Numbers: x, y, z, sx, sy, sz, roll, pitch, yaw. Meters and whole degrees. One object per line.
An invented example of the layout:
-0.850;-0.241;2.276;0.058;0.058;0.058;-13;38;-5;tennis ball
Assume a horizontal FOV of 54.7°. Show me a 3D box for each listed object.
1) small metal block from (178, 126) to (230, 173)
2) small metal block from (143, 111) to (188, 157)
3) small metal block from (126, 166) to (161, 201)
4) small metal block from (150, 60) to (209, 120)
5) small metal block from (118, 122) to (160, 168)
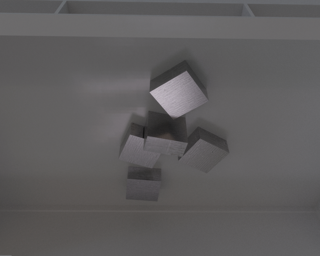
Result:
0.060;0.032;0.437;0.050;0.025;0.050;26;125;-21;small metal block
0.007;0.007;0.398;0.050;0.050;0.025;10;129;-9;small metal block
-0.026;0.088;0.483;0.050;0.025;0.050;5;130;-5;small metal block
0.023;-0.045;0.371;0.050;0.025;0.050;-28;125;21;small metal block
-0.025;0.025;0.430;0.050;0.025;0.050;17;128;-15;small metal block
